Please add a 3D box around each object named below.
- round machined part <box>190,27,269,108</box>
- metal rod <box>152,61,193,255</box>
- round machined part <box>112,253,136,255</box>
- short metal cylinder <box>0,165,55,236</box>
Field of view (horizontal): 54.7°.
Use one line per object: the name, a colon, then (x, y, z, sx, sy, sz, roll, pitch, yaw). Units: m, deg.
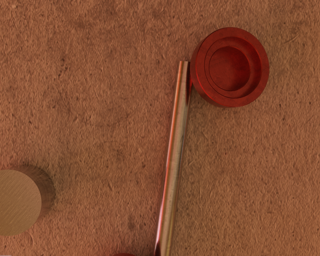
round machined part: (0.085, -0.074, 0.395, 0.099, 0.042, 0.097, 0, 90, -14)
metal rod: (0.016, 0.062, 0.410, 0.025, 0.025, 0.298, 7, 90, -1)
round machined part: (-0.036, 0.205, 0.388, 0.098, 0.042, 0.097, 2, 94, 27)
short metal cylinder: (-0.182, 0.089, 0.395, 0.081, 0.050, 0.079, 0, 90, -1)
